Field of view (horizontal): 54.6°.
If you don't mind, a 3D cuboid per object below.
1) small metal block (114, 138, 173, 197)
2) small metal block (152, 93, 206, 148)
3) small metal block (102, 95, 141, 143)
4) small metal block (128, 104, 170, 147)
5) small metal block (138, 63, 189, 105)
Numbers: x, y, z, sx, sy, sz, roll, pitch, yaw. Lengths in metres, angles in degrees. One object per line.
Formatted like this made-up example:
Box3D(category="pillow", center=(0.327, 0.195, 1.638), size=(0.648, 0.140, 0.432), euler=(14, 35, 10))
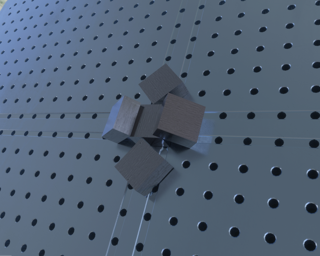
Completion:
Box3D(category="small metal block", center=(-0.021, 0.049, 0.389), size=(0.050, 0.025, 0.050), euler=(-47, 50, -4))
Box3D(category="small metal block", center=(0.024, -0.009, 0.384), size=(0.050, 0.025, 0.050), euler=(20, 66, -8))
Box3D(category="small metal block", center=(-0.054, -0.011, 0.428), size=(0.050, 0.025, 0.050), euler=(-29, 41, 59))
Box3D(category="small metal block", center=(-0.009, -0.004, 0.415), size=(0.050, 0.025, 0.050), euler=(2, 62, 29))
Box3D(category="small metal block", center=(0.005, -0.057, 0.441), size=(0.050, 0.025, 0.050), euler=(-37, 50, 2))
